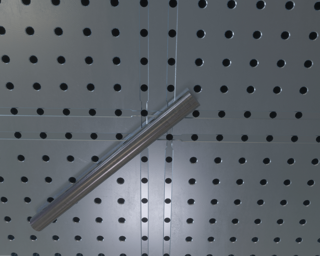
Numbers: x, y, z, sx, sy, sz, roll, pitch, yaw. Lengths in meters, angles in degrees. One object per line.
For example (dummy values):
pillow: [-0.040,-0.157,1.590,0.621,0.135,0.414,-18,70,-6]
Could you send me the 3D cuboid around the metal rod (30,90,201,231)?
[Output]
metal rod: [-0.070,0.052,0.432,0.300,0.025,0.025,-39,106,13]
